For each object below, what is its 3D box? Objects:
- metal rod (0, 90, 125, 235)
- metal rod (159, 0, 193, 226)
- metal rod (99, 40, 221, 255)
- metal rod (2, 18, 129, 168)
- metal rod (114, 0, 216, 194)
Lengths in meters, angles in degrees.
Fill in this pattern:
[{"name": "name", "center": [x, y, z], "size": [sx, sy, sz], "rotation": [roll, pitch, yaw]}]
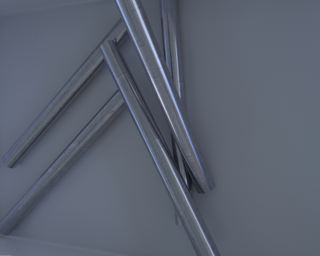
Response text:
[{"name": "metal rod", "center": [-0.149, 0.058, 0.463], "size": [0.299, 0.025, 0.025], "rotation": [-46, 76, 14]}, {"name": "metal rod", "center": [0.022, -0.026, 0.402], "size": [0.025, 0.025, 0.298], "rotation": [-5, 88, 20]}, {"name": "metal rod", "center": [-0.004, 0.022, 0.385], "size": [0.025, 0.025, 0.299], "rotation": [-29, 79, 17]}, {"name": "metal rod", "center": [-0.139, -0.048, 0.459], "size": [0.299, 0.025, 0.025], "rotation": [-45, 76, 14]}, {"name": "metal rod", "center": [0.000, -0.055, 0.347], "size": [0.025, 0.025, 0.299], "rotation": [-18, 109, 19]}]
